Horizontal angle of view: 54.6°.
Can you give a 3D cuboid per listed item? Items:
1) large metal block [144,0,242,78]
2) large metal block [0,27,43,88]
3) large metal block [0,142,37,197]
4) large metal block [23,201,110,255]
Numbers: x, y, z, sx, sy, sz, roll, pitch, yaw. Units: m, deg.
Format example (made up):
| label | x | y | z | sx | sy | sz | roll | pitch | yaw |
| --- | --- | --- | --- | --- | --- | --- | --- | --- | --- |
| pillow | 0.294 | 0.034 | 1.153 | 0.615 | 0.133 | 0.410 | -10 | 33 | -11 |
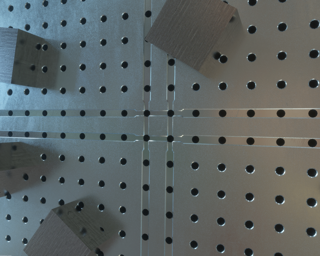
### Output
| label | x | y | z | sx | sy | sz | roll | pitch | yaw |
| --- | --- | --- | --- | --- | --- | --- | --- | --- | --- |
| large metal block | 0.042 | -0.120 | 0.385 | 0.080 | 0.050 | 0.080 | 35 | 101 | 16 |
| large metal block | -0.239 | -0.111 | 0.485 | 0.080 | 0.050 | 0.080 | 10 | 94 | 19 |
| large metal block | -0.256 | 0.068 | 0.475 | 0.080 | 0.080 | 0.050 | -44 | 77 | 15 |
| large metal block | -0.134 | 0.168 | 0.447 | 0.080 | 0.050 | 0.080 | 40 | 103 | 15 |
